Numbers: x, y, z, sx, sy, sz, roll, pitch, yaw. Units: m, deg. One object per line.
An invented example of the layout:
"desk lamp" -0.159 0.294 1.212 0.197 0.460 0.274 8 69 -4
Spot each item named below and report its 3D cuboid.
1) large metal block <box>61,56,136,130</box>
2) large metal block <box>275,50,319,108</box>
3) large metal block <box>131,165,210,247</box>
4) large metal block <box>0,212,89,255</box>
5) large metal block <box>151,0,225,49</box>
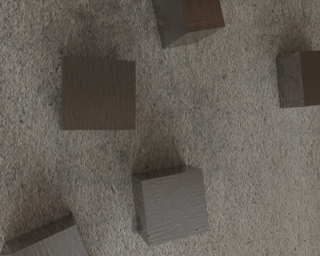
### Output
"large metal block" -0.075 -0.038 0.368 0.081 0.050 0.080 0 90 -20
"large metal block" 0.233 -0.075 0.481 0.081 0.050 0.080 -7 93 -20
"large metal block" 0.012 0.096 0.400 0.081 0.050 0.080 -8 93 -20
"large metal block" -0.122 0.156 0.351 0.081 0.050 0.080 -21 97 -19
"large metal block" 0.031 -0.152 0.391 0.050 0.080 0.080 -15 96 -19
